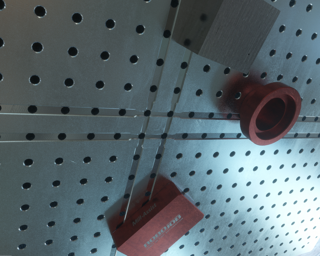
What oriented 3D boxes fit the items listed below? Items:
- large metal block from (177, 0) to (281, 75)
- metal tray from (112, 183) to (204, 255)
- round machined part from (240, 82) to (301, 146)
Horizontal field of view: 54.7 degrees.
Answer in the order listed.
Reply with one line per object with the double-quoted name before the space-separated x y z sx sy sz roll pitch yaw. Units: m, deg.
"large metal block" 0.079 -0.119 0.365 0.081 0.050 0.079 12 112 -34
"metal tray" -0.001 0.159 0.506 0.130 0.030 0.090 -41 130 0
"round machined part" 0.162 -0.025 0.473 0.099 0.042 0.097 -14 124 -21
